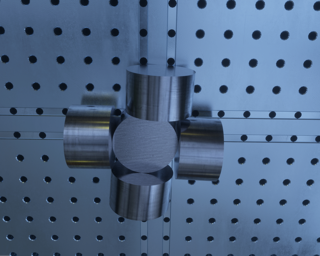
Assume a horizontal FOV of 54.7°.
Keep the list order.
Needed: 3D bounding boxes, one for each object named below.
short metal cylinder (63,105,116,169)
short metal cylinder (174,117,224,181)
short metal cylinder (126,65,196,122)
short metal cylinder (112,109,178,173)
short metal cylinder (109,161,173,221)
[{"bbox_3d":[-0.084,0.011,0.387,0.050,0.080,0.079,1,110,-1],"label":"short metal cylinder"},{"bbox_3d":[0.047,0.026,0.394,0.050,0.080,0.079,3,110,-2],"label":"short metal cylinder"},{"bbox_3d":[0.000,-0.044,0.367,0.081,0.080,0.050,3,110,-1],"label":"short metal cylinder"},{"bbox_3d":[-0.019,0.011,0.404,0.081,0.050,0.079,-1,110,-1],"label":"short metal cylinder"},{"bbox_3d":[-0.025,0.077,0.411,0.081,0.080,0.050,6,110,-2],"label":"short metal cylinder"}]
